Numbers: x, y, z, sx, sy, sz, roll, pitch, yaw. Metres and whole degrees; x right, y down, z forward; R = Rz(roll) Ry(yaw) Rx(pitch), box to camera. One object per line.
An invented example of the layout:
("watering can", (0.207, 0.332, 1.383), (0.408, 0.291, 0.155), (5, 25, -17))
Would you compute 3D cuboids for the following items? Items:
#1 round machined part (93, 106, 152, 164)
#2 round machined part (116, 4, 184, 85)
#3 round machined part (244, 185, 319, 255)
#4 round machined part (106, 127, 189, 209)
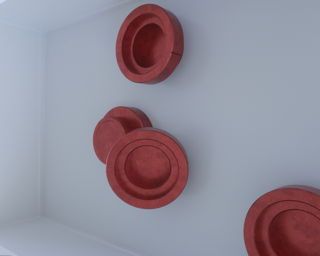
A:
("round machined part", (-0.058, 0.018, 0.441), (0.098, 0.042, 0.097), (0, 90, 39))
("round machined part", (-0.009, -0.105, 0.401), (0.098, 0.042, 0.097), (0, 90, 39))
("round machined part", (0.132, 0.101, 0.286), (0.098, 0.042, 0.097), (0, 90, 39))
("round machined part", (-0.014, 0.047, 0.386), (0.099, 0.042, 0.097), (1, 99, 5))
